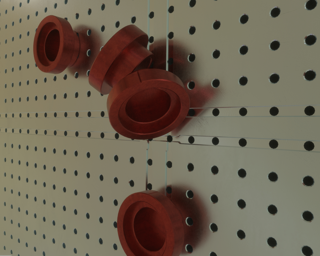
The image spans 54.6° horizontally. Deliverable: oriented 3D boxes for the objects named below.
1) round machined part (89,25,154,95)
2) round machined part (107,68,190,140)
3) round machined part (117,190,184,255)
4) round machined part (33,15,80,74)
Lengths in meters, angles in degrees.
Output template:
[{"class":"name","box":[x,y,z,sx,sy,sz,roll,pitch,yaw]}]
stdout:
[{"class":"round machined part","box":[-0.045,-0.082,0.408,0.042,0.098,0.098,38,116,4]},{"class":"round machined part","box":[-0.016,-0.033,0.381,0.098,0.099,0.042,-48,41,29]},{"class":"round machined part","box":[-0.008,0.130,0.406,0.098,0.042,0.097,0,90,40]},{"class":"round machined part","box":[-0.180,-0.144,0.549,0.098,0.042,0.097,0,90,40]}]
